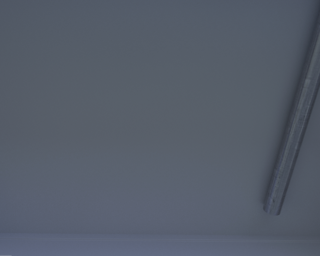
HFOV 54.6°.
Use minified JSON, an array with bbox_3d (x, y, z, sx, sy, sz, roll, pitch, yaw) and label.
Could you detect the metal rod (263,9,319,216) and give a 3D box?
[{"bbox_3d":[0.184,-0.018,0.406,0.025,0.025,0.298,7,110,-3],"label":"metal rod"}]
